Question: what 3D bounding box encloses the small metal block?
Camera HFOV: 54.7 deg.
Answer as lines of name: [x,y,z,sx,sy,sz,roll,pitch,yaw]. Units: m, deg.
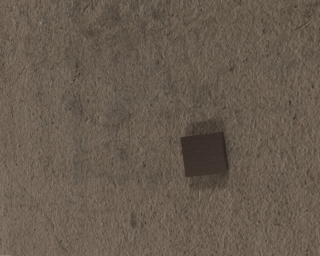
small metal block: [0.056,0.033,0.389,0.050,0.025,0.050,-8,87,19]
